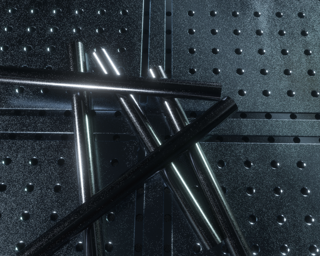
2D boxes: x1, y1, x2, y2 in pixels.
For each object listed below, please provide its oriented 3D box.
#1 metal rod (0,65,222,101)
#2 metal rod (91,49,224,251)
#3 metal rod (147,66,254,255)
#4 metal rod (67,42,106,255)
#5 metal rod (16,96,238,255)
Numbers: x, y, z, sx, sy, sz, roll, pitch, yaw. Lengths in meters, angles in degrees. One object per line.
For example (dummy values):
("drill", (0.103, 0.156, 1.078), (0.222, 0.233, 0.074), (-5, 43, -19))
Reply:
("metal rod", (-0.072, -0.059, 0.406), (0.302, 0.025, 0.025), (5, 70, 1))
("metal rod", (-0.012, 0.015, 0.405), (0.025, 0.025, 0.299), (-29, 73, -10))
("metal rod", (0.051, 0.049, 0.394), (0.025, 0.025, 0.299), (-21, 72, -8))
("metal rod", (-0.098, 0.019, 0.403), (0.025, 0.025, 0.299), (-9, 70, -4))
("metal rod", (-0.027, 0.056, 0.364), (0.301, 0.025, 0.025), (-36, 74, -13))
